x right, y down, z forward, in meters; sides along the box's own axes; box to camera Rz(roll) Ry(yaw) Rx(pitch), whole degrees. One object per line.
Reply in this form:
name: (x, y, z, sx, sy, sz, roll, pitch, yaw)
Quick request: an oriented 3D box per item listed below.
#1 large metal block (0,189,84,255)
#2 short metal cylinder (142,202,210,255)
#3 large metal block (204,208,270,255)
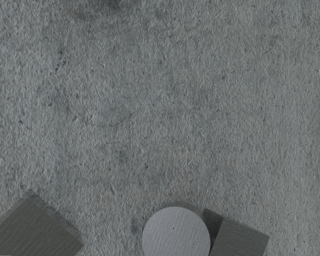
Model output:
large metal block: (-0.145, 0.128, 0.343, 0.080, 0.050, 0.080, -47, 105, -14)
short metal cylinder: (0.022, 0.136, 0.387, 0.080, 0.050, 0.080, -1, 83, 8)
large metal block: (0.093, 0.168, 0.431, 0.080, 0.050, 0.080, 26, 81, -19)
